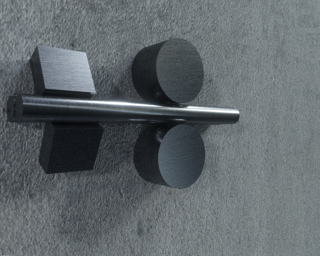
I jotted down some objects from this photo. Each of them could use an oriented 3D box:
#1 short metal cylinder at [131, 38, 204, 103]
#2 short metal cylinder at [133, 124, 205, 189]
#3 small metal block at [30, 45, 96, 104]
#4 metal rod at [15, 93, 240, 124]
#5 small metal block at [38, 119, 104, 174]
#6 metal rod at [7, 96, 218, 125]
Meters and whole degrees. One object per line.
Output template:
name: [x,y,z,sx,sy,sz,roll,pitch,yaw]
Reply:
short metal cylinder: [0.011,-0.070,0.398,0.081,0.050,0.079,0,90,-40]
short metal cylinder: [0.013,0.035,0.400,0.081,0.050,0.079,0,90,-40]
small metal block: [-0.098,-0.052,0.312,0.050,0.025,0.050,0,63,-40]
metal rod: [-0.007,-0.018,0.368,0.302,0.025,0.025,0,90,-40]
small metal block: [-0.091,0.017,0.317,0.050,0.025,0.050,1,116,-41]
metal rod: [-0.024,-0.017,0.386,0.302,0.025,0.025,0,90,-40]
